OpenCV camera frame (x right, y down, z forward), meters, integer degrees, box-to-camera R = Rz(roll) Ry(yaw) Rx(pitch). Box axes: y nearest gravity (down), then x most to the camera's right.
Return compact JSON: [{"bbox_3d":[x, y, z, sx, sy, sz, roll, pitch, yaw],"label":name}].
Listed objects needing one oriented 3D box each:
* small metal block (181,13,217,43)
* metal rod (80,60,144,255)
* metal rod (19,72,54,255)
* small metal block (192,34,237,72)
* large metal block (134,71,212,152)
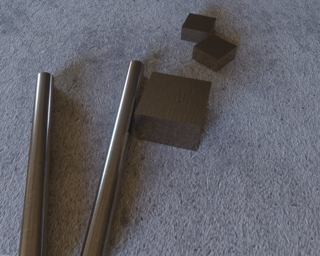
[{"bbox_3d":[0.069,-0.177,0.553,0.050,0.025,0.050,15,52,12],"label":"small metal block"},{"bbox_3d":[-0.051,0.019,0.386,0.025,0.025,0.300,4,50,3],"label":"metal rod"},{"bbox_3d":[-0.143,0.039,0.368,0.025,0.025,0.300,-8,51,-7],"label":"metal rod"},{"bbox_3d":[0.090,-0.124,0.509,0.050,0.025,0.050,37,59,26],"label":"small metal block"},{"bbox_3d":[0.019,-0.023,0.407,0.080,0.050,0.080,12,51,9],"label":"large metal block"}]
